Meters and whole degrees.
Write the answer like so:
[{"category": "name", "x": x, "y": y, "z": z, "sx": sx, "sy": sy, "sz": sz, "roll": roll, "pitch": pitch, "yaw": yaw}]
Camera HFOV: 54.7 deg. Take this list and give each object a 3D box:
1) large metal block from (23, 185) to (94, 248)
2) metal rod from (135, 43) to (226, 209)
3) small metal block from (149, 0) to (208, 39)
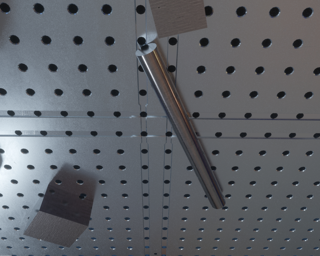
[{"category": "large metal block", "x": -0.170, "y": 0.150, "z": 0.521, "sx": 0.080, "sy": 0.050, "sz": 0.080, "roll": 26, "pitch": 125, "yaw": -21}, {"category": "metal rod", "x": 0.041, "y": 0.020, "z": 0.428, "sx": 0.025, "sy": 0.025, "sz": 0.299, "roll": -17, "pitch": 128, "yaw": 14}, {"category": "small metal block", "x": 0.017, "y": -0.122, "z": 0.307, "sx": 0.050, "sy": 0.025, "sz": 0.050, "roll": -11, "pitch": 130, "yaw": 8}]
